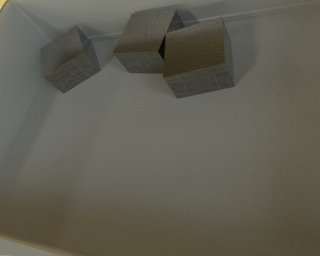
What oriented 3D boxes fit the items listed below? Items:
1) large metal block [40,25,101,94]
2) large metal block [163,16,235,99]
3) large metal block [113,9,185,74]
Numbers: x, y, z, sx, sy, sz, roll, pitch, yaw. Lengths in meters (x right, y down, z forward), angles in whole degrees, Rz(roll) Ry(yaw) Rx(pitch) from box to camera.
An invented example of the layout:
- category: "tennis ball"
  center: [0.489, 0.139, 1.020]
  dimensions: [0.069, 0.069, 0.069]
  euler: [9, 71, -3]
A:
- category: "large metal block"
  center: [-0.159, -0.121, 0.548]
  dimensions: [0.080, 0.050, 0.080]
  euler: [-30, 52, 9]
- category: "large metal block"
  center: [0.053, -0.093, 0.419]
  dimensions: [0.080, 0.050, 0.080]
  euler: [-10, 57, 22]
- category: "large metal block"
  center: [-0.013, -0.131, 0.477]
  dimensions: [0.080, 0.050, 0.080]
  euler: [7, 65, 31]
